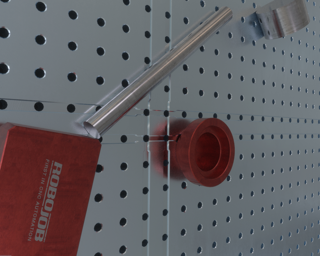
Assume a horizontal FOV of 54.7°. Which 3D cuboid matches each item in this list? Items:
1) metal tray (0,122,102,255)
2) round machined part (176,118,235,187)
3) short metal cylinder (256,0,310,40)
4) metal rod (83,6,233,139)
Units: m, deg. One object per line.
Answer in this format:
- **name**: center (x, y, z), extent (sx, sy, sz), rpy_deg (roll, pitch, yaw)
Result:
- **metal tray**: center (-0.116, 0.066, 0.299), extent (0.091, 0.030, 0.129), rpy_deg (13, 88, -39)
- **round machined part**: center (0.062, 0.034, 0.451), extent (0.099, 0.042, 0.097), rpy_deg (0, 90, -40)
- **short metal cylinder**: center (0.222, -0.202, 0.559), extent (0.080, 0.080, 0.050), rpy_deg (-43, 116, -31)
- **metal rod**: center (0.015, -0.090, 0.421), extent (0.301, 0.025, 0.025), rpy_deg (-46, 118, -30)
